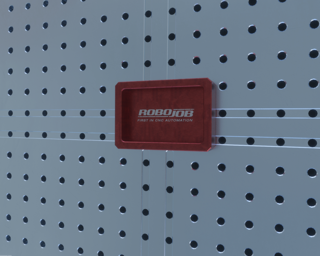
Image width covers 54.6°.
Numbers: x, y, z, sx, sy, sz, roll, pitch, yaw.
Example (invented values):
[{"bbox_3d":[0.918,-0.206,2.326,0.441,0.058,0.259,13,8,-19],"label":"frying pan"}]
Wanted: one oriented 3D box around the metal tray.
[{"bbox_3d":[0.006,-0.017,0.408,0.130,0.030,0.090,0,90,20],"label":"metal tray"}]
